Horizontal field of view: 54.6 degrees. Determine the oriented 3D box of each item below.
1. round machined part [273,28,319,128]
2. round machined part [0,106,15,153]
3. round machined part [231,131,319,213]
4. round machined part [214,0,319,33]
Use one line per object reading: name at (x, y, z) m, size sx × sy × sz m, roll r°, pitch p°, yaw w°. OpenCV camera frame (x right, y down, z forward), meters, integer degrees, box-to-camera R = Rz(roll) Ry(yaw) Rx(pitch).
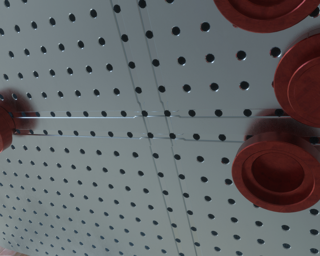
round machined part at (0.158, -0.042, 0.291) m, size 0.098 × 0.042 × 0.097 m, roll 13°, pitch 124°, yaw 21°
round machined part at (-0.304, -0.005, 0.559) m, size 0.098 × 0.042 × 0.097 m, roll 13°, pitch 124°, yaw 21°
round machined part at (0.136, 0.046, 0.357) m, size 0.098 × 0.042 × 0.097 m, roll 13°, pitch 124°, yaw 21°
round machined part at (0.095, -0.136, 0.266) m, size 0.098 × 0.042 × 0.097 m, roll 13°, pitch 124°, yaw 21°
